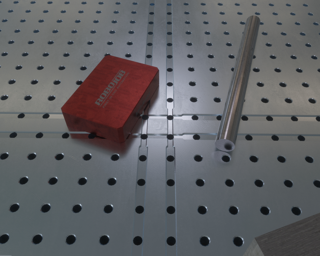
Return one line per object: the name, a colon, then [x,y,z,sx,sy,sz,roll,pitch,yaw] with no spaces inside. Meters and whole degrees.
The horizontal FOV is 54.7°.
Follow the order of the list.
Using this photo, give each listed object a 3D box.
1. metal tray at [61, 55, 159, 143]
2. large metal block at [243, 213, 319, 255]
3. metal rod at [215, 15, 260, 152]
metal tray: [-0.066,-0.047,0.443,0.090,0.030,0.130,17,52,14]
large metal block: [0.136,0.133,0.281,0.081,0.050,0.080,-15,52,-13]
metal rod: [0.127,-0.088,0.481,0.025,0.025,0.300,14,51,11]
